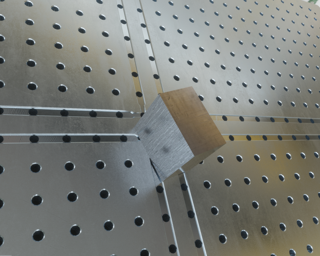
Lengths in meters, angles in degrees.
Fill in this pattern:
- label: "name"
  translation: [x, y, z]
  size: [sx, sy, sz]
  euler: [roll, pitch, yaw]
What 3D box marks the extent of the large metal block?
- label: "large metal block"
  translation: [0.021, 0.008, 0.378]
  size: [0.050, 0.080, 0.080]
  euler: [-18, 71, -35]
